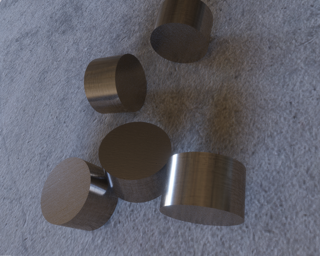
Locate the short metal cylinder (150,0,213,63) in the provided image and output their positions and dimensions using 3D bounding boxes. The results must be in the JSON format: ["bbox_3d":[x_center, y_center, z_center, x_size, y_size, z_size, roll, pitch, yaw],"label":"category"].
[{"bbox_3d":[0.031,-0.136,0.435,0.080,0.080,0.050,-1,62,27],"label":"short metal cylinder"}]

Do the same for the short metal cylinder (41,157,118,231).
[{"bbox_3d":[-0.098,0.082,0.381,0.080,0.050,0.080,-16,59,28],"label":"short metal cylinder"}]

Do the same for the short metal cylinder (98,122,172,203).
[{"bbox_3d":[-0.026,0.039,0.360,0.080,0.050,0.080,-2,49,3],"label":"short metal cylinder"}]

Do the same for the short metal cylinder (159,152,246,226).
[{"bbox_3d":[0.043,0.063,0.307,0.080,0.080,0.050,-4,60,26],"label":"short metal cylinder"}]

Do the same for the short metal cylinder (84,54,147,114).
[{"bbox_3d":[-0.060,-0.061,0.436,0.050,0.080,0.080,-2,61,27],"label":"short metal cylinder"}]
